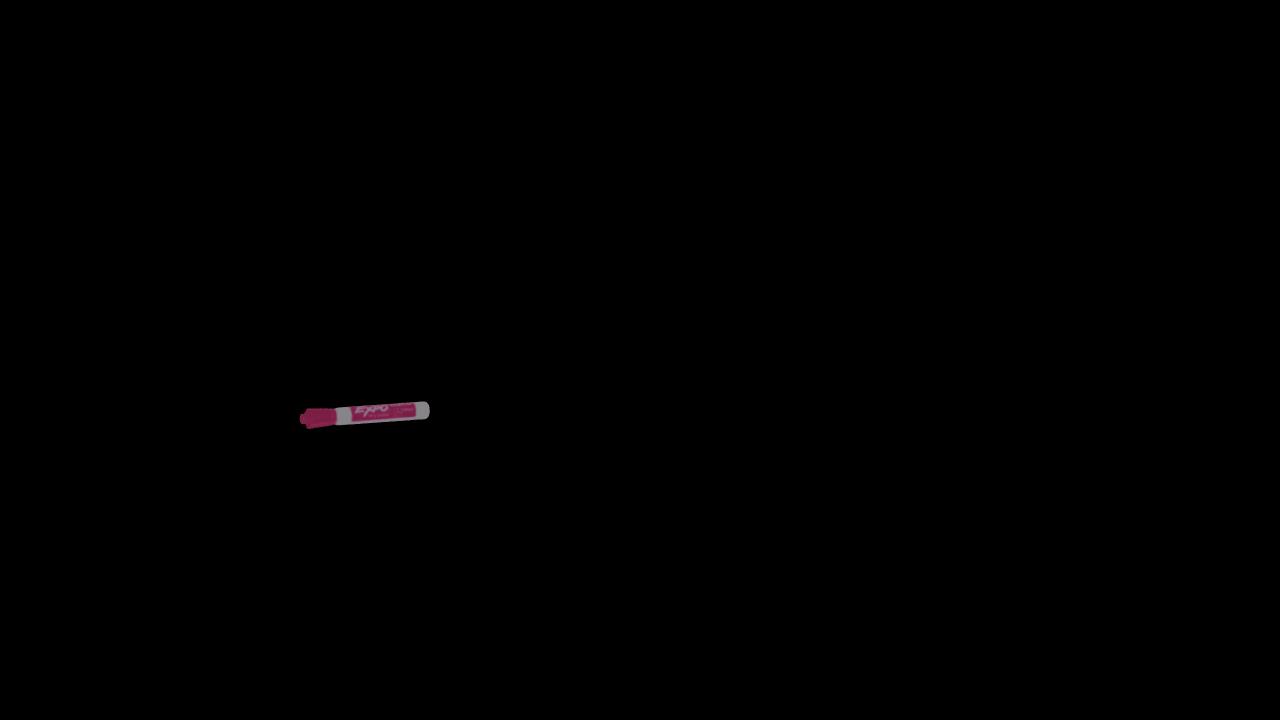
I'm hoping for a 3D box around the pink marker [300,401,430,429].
[{"bbox_3d":[-0.266,0.053,0.602,0.020,0.020,0.121,0,0,43],"label":"pink marker"}]
